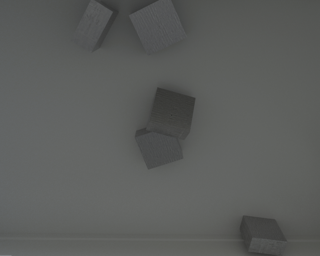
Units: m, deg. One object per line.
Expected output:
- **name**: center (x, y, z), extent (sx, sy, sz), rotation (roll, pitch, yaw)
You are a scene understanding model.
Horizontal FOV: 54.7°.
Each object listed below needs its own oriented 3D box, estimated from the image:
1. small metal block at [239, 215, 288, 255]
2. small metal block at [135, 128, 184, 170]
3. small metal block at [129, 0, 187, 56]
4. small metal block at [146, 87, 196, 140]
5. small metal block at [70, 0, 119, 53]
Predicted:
- **small metal block**: center (0.151, 0.158, 0.457), extent (0.050, 0.050, 0.025), rotation (8, 110, -3)
- **small metal block**: center (-0.001, 0.022, 0.419), extent (0.050, 0.025, 0.050), rotation (-18, 109, 6)
- **small metal block**: center (-0.002, -0.121, 0.367), extent (0.050, 0.025, 0.050), rotation (-24, 109, 8)
- **small metal block**: center (0.014, -0.018, 0.390), extent (0.050, 0.050, 0.025), rotation (15, 153, -6)
- **small metal block**: center (-0.073, -0.117, 0.354), extent (0.025, 0.050, 0.050), rotation (30, 107, -11)
